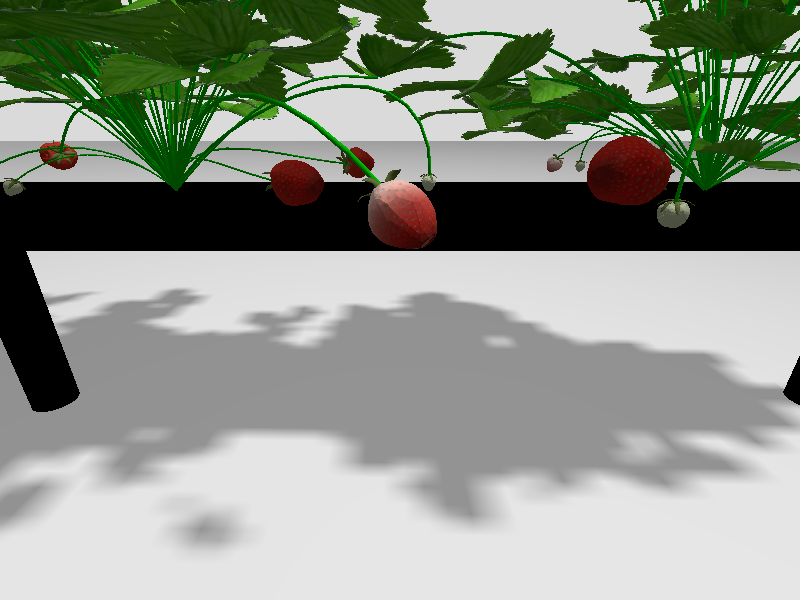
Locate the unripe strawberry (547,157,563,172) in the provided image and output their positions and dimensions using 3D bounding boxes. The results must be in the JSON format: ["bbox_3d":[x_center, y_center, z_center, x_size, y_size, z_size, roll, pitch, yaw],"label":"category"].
[{"bbox_3d":[0.184,-0.161,0.478,0.019,0.017,0.017,-11,-32,-24],"label":"unripe strawberry"}]

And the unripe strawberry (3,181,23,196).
[{"bbox_3d":[-0.298,-0.086,0.308,0.011,0.011,0.013,32,9,-27],"label":"unripe strawberry"}]

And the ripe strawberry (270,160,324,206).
[{"bbox_3d":[-0.065,-0.076,0.259,0.034,0.029,0.034,15,27,30],"label":"ripe strawberry"}]

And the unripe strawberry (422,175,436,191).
[{"bbox_3d":[0.020,-0.083,0.283,0.010,0.011,0.011,6,24,14],"label":"unripe strawberry"}]

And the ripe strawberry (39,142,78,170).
[{"bbox_3d":[-0.418,-0.175,0.490,0.033,0.032,0.036,-3,16,40],"label":"ripe strawberry"}]

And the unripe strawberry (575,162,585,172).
[{"bbox_3d":[0.202,-0.150,0.451,0.011,0.011,0.010,-10,25,-23],"label":"unripe strawberry"}]

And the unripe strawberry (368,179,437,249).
[{"bbox_3d":[0.002,-0.035,0.169,0.031,0.031,0.027,-23,-24,-42],"label":"unripe strawberry"}]

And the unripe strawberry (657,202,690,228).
[{"bbox_3d":[0.141,-0.044,0.207,0.015,0.013,0.013,18,29,36],"label":"unripe strawberry"}]

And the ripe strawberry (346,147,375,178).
[{"bbox_3d":[-0.042,-0.147,0.430,0.032,0.031,0.030,-15,27,-32],"label":"ripe strawberry"}]

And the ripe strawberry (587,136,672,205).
[{"bbox_3d":[0.145,-0.083,0.260,0.049,0.042,0.049,-16,28,-31],"label":"ripe strawberry"}]
